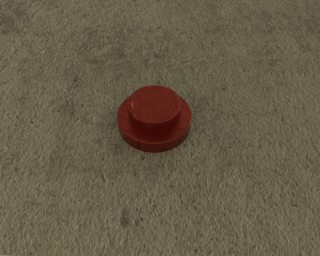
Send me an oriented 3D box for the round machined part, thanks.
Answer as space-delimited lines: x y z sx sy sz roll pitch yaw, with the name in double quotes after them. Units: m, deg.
-0.007 -0.019 0.409 0.099 0.042 0.098 0 50 0 "round machined part"
